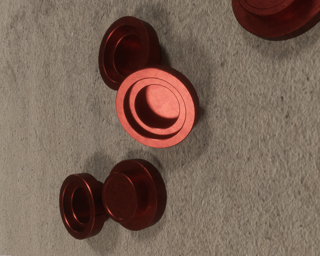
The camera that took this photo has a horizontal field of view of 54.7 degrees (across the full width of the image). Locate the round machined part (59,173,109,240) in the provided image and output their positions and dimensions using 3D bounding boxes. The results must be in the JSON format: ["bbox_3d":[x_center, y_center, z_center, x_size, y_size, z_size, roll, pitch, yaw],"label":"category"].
[{"bbox_3d":[-0.113,0.118,0.481,0.098,0.042,0.097,1,91,43],"label":"round machined part"}]

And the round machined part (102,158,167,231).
[{"bbox_3d":[-0.042,0.092,0.426,0.098,0.042,0.097,0,90,39],"label":"round machined part"}]

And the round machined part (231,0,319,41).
[{"bbox_3d":[0.114,-0.138,0.299,0.098,0.042,0.097,0,90,39],"label":"round machined part"}]

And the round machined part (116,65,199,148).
[{"bbox_3d":[0.000,-0.028,0.375,0.098,0.042,0.097,7,114,18],"label":"round machined part"}]

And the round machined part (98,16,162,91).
[{"bbox_3d":[-0.036,-0.097,0.420,0.098,0.042,0.097,-2,87,41],"label":"round machined part"}]
